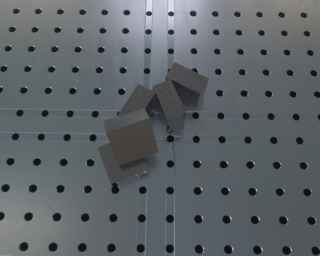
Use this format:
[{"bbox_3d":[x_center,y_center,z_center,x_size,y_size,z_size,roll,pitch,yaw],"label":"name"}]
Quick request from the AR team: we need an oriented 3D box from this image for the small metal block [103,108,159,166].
[{"bbox_3d":[-0.034,0.011,0.365,0.050,0.050,0.025,-18,34,-7],"label":"small metal block"}]

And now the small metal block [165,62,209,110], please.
[{"bbox_3d":[0.035,-0.056,0.419,0.050,0.050,0.025,28,72,10],"label":"small metal block"}]

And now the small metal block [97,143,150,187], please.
[{"bbox_3d":[-0.046,0.041,0.397,0.050,0.025,0.050,-22,72,-8],"label":"small metal block"}]

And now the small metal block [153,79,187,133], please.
[{"bbox_3d":[0.012,-0.027,0.409,0.025,0.050,0.050,-21,72,-7],"label":"small metal block"}]

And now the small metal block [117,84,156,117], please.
[{"bbox_3d":[-0.029,-0.021,0.406,0.025,0.050,0.050,28,73,10],"label":"small metal block"}]
